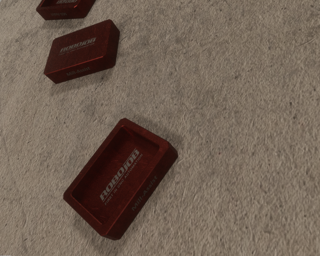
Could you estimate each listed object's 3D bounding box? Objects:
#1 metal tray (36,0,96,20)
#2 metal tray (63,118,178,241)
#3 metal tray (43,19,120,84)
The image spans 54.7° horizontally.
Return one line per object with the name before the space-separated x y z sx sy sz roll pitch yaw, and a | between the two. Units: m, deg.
metal tray | -0.199 -0.280 0.673 0.130 0.030 0.090 10 67 32
metal tray | -0.050 0.059 0.388 0.090 0.030 0.130 28 77 37
metal tray | -0.139 -0.136 0.555 0.130 0.030 0.090 -11 57 21
